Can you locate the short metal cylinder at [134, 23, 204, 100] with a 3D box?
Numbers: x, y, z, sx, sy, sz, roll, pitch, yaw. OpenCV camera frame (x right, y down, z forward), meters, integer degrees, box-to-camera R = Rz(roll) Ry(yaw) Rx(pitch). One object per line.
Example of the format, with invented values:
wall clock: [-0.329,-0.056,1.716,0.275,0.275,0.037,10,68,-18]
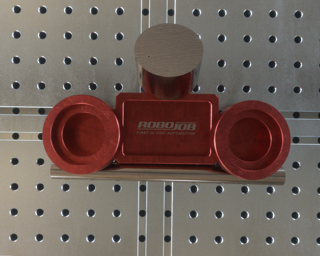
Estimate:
short metal cylinder: [0.010,-0.081,0.382,0.081,0.050,0.080,0,64,0]

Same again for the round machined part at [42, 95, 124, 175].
round machined part: [-0.094,0.009,0.395,0.099,0.042,0.097,0,87,8]

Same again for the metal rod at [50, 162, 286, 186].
metal rod: [0.011,0.059,0.409,0.302,0.025,0.025,2,90,0]

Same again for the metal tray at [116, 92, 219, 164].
metal tray: [0.009,0.000,0.406,0.131,0.030,0.089,1,91,-1]

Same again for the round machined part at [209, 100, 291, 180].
round machined part: [0.111,0.015,0.397,0.099,0.042,0.097,0,88,-8]
